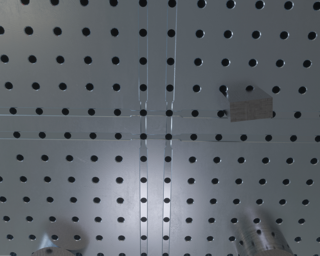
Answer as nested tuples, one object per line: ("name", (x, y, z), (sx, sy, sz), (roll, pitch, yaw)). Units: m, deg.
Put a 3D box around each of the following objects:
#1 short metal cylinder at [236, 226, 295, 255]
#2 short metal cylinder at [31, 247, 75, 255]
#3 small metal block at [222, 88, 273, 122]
("short metal cylinder", (0.163, 0.200, 0.475), (0.081, 0.050, 0.079), (0, 110, 0))
("short metal cylinder", (-0.166, 0.228, 0.467), (0.080, 0.080, 0.050), (22, 109, -8))
("small metal block", (0.108, -0.030, 0.390), (0.050, 0.050, 0.025), (-7, 110, 2))
